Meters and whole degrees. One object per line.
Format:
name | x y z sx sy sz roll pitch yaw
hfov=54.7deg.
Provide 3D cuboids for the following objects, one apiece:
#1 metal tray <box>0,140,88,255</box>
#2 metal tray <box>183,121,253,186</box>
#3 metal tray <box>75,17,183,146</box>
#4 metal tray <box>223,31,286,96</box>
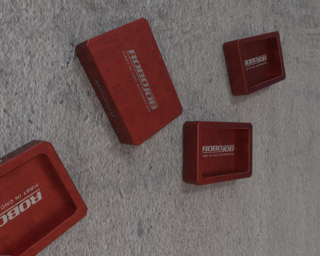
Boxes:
metal tray | -0.142 0.080 0.281 0.131 0.030 0.090 -36 112 -34
metal tray | 0.093 0.035 0.478 0.131 0.030 0.089 1 90 -40
metal tray | -0.032 -0.055 0.374 0.091 0.030 0.129 -37 113 -34
metal tray | 0.169 -0.115 0.541 0.131 0.030 0.089 -23 104 -38
